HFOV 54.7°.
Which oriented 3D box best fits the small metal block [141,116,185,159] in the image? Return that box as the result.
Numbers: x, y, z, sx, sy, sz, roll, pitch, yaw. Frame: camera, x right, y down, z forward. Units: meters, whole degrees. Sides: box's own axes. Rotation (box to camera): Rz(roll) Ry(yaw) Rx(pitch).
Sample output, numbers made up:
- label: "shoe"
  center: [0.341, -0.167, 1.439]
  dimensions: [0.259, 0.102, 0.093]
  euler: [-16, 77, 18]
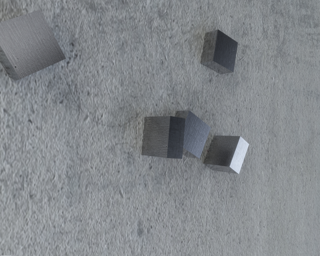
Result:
- label: "small metal block"
  center: [0.004, 0.012, 0.391]
  dimensions: [0.025, 0.050, 0.050]
  euler: [8, 85, -40]

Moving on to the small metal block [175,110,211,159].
- label: "small metal block"
  center: [0.040, 0.009, 0.438]
  dimensions: [0.050, 0.025, 0.050]
  euler: [35, 68, -35]

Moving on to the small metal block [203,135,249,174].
- label: "small metal block"
  center: [0.101, 0.040, 0.472]
  dimensions: [0.025, 0.050, 0.050]
  euler: [38, 67, -34]

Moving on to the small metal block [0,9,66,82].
- label: "small metal block"
  center: [-0.128, -0.078, 0.297]
  dimensions: [0.050, 0.025, 0.050]
  euler: [-37, 113, -34]

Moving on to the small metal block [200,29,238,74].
- label: "small metal block"
  center: [0.093, -0.117, 0.482]
  dimensions: [0.050, 0.025, 0.050]
  euler: [17, 79, -39]
